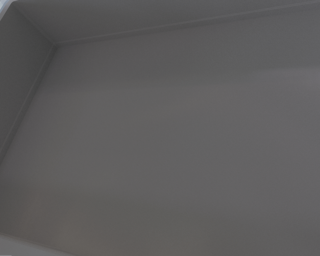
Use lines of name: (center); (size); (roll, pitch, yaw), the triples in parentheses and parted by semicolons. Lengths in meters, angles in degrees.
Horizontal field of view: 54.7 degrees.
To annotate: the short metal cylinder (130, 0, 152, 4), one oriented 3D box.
short metal cylinder: (-0.035, -0.282, 0.584); (0.080, 0.050, 0.080); (-13, 56, 21)
